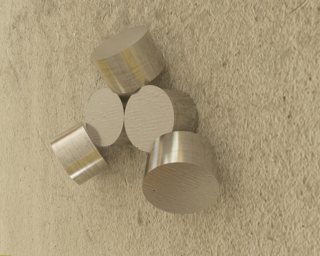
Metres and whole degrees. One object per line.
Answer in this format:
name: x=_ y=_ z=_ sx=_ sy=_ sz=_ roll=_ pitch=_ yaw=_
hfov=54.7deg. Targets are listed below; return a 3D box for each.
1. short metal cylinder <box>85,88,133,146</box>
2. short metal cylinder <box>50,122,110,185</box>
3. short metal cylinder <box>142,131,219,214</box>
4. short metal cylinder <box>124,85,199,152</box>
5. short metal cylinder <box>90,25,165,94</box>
short metal cylinder: x=-0.061 y=-0.015 z=0.440 sx=0.080 sy=0.050 sz=0.080 roll=0 pitch=90 yaw=40
short metal cylinder: x=-0.117 y=0.037 z=0.459 sx=0.050 sy=0.080 sz=0.080 roll=-32 pitch=64 yaw=-8
short metal cylinder: x=0.023 y=0.050 z=0.343 sx=0.080 sy=0.080 sz=0.050 roll=-44 pitch=22 yaw=31
short metal cylinder: x=0.001 y=-0.011 z=0.389 sx=0.080 sy=0.050 sz=0.080 roll=0 pitch=90 yaw=40
short metal cylinder: x=-0.041 y=-0.088 z=0.397 sx=0.080 sy=0.080 sz=0.050 roll=2 pitch=134 yaw=40
